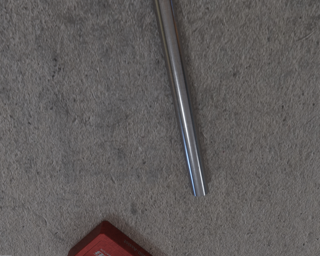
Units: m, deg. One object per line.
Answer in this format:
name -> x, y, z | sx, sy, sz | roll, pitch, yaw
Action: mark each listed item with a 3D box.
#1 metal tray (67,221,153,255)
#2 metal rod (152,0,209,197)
metal tray -> -0.070, 0.216, 0.485 | 0.090, 0.030, 0.130 | -43, 105, 14
metal rod -> 0.027, -0.046, 0.393 | 0.025, 0.025, 0.298 | -11, 110, 4
